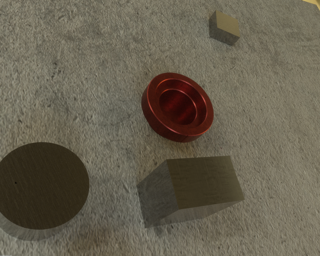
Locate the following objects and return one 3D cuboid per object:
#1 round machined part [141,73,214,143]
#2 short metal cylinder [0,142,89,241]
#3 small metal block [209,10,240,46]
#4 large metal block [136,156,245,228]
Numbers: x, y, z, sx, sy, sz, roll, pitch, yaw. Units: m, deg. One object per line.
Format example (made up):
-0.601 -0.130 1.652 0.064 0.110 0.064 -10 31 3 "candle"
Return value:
0.020 -0.023 0.420 0.099 0.042 0.098 14 56 -21 "round machined part"
-0.113 0.060 0.291 0.081 0.050 0.080 14 56 -21 "short metal cylinder"
0.122 -0.189 0.588 0.050 0.025 0.050 16 55 -20 "small metal block"
0.030 0.071 0.343 0.081 0.080 0.050 0 62 -29 "large metal block"
